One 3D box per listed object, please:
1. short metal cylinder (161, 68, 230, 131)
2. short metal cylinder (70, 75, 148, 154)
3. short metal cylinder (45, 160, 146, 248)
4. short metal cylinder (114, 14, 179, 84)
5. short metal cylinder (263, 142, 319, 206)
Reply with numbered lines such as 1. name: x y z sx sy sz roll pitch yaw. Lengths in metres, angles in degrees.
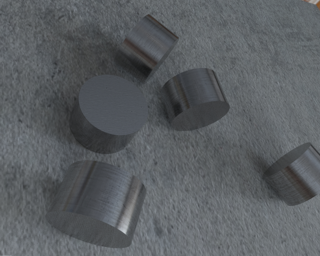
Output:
1. short metal cylinder: 0.047 -0.036 0.418 0.081 0.080 0.050 -3 64 -30
2. short metal cylinder: -0.061 -0.016 0.366 0.081 0.050 0.080 14 56 -21
3. short metal cylinder: -0.058 0.074 0.293 0.080 0.080 0.050 26 52 -13
4. short metal cylinder: -0.018 -0.107 0.426 0.050 0.080 0.080 38 51 -4
5. short metal cylinder: 0.195 0.065 0.437 0.081 0.080 0.050 -32 80 -38
